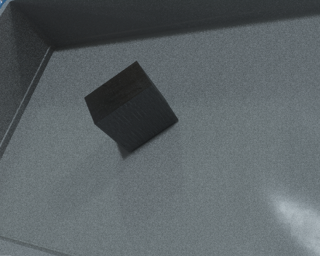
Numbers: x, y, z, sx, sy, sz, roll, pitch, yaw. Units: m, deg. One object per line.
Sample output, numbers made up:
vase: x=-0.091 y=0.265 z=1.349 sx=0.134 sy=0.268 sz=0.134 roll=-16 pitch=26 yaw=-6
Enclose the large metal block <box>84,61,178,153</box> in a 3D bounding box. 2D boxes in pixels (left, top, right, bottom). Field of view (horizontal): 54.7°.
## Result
large metal block: x=-0.035 y=-0.025 z=0.399 sx=0.080 sy=0.080 sz=0.050 roll=-34 pitch=52 yaw=5
